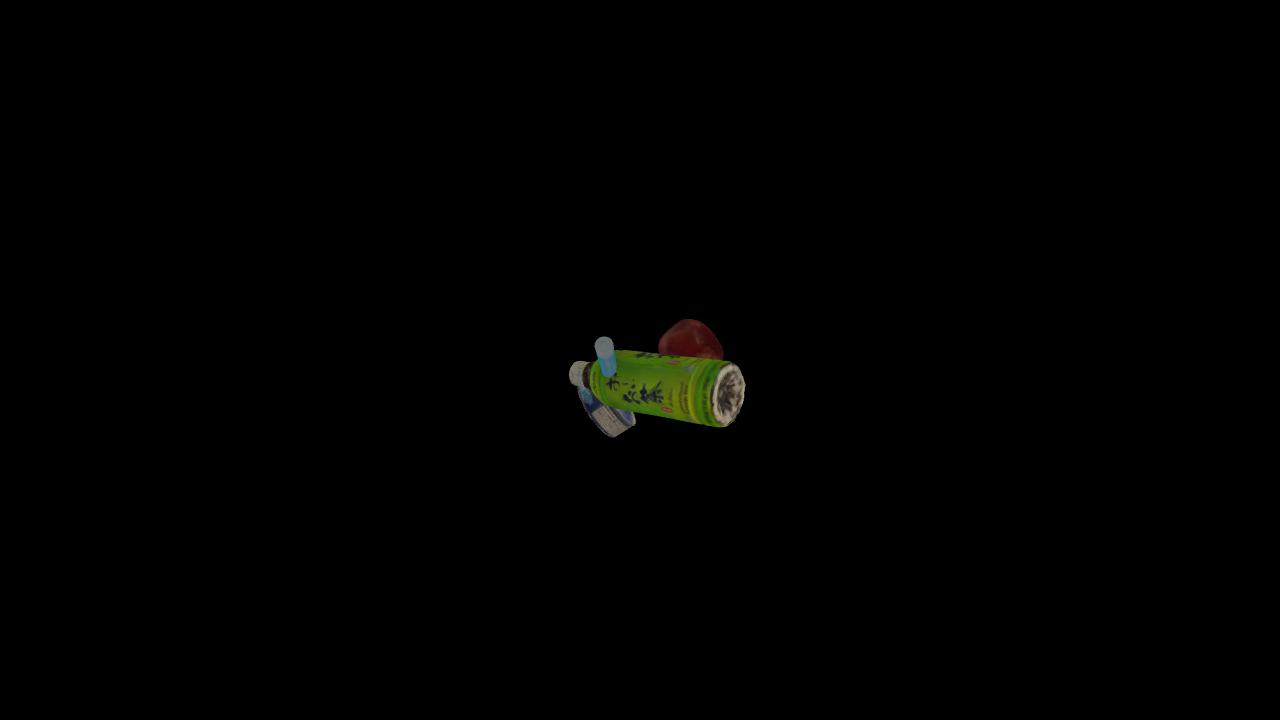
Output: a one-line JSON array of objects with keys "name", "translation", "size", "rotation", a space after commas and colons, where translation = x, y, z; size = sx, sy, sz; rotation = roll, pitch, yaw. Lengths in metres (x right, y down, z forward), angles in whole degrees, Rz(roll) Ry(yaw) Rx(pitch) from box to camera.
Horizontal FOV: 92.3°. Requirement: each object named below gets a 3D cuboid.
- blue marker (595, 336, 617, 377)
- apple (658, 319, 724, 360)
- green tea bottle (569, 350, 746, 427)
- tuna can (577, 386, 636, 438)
[{"name": "blue marker", "translation": [-0.034, 0.006, 0.661], "size": [0.020, 0.020, 0.121], "rotation": [0, -20, 2]}, {"name": "apple", "translation": [0.062, -0.009, 0.748], "size": [0.079, 0.079, 0.093], "rotation": [0, 18, -13]}, {"name": "green tea bottle", "translation": [0.008, 0.027, 0.681], "size": [0.212, 0.073, 0.073], "rotation": [4, 3, 37]}, {"name": "tuna can", "translation": [-0.042, 0.054, 0.765], "size": [0.034, 0.084, 0.084], "rotation": [-33, -6, 9]}]
